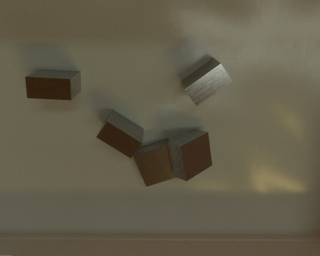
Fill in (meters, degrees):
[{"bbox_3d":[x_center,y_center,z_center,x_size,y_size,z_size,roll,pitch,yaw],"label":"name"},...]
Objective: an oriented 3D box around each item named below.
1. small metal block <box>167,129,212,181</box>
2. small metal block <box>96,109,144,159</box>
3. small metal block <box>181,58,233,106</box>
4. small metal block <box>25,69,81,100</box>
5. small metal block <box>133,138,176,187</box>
[{"bbox_3d":[0.041,0.035,0.411,0.050,0.025,0.050,-25,115,-35],"label":"small metal block"},{"bbox_3d":[-0.050,0.006,0.400,0.050,0.050,0.025,33,107,-12],"label":"small metal block"},{"bbox_3d":[0.055,-0.057,0.378,0.050,0.050,0.025,-35,107,11],"label":"small metal block"},{"bbox_3d":[-0.127,-0.054,0.376,0.050,0.050,0.025,3,110,-2],"label":"small metal block"},{"bbox_3d":[-0.004,0.047,0.429,0.050,0.025,0.050,-19,109,6],"label":"small metal block"}]
